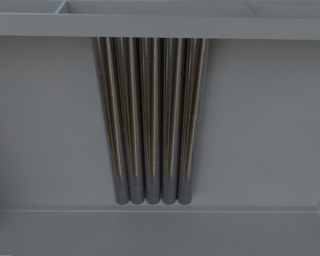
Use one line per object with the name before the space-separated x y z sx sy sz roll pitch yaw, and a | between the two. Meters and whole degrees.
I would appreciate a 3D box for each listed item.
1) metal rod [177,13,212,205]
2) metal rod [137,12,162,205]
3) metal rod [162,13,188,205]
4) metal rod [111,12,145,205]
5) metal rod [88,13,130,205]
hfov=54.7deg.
metal rod | 0.040 0.002 0.409 0.025 0.025 0.298 0 130 0
metal rod | -0.011 0.001 0.408 0.025 0.025 0.298 0 130 0
metal rod | 0.015 0.002 0.409 0.025 0.025 0.298 0 130 0
metal rod | -0.036 0.001 0.408 0.025 0.025 0.298 0 130 0
metal rod | -0.060 0.002 0.408 0.025 0.025 0.298 0 130 0
